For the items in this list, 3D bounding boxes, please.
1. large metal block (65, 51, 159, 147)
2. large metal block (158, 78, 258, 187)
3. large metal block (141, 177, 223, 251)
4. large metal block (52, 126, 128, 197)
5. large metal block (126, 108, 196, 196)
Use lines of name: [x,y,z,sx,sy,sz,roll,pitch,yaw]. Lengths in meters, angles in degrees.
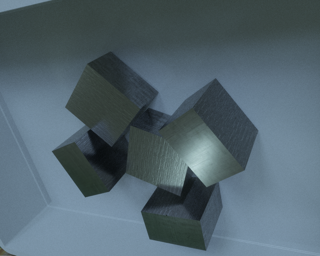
large metal block: [-0.063,-0.036,0.399,0.080,0.050,0.080,41,129,0]
large metal block: [0.057,0.003,0.342,0.080,0.080,0.050,49,128,-7]
large metal block: [0.033,0.111,0.422,0.080,0.080,0.050,1,119,27]
large metal block: [-0.089,0.038,0.440,0.050,0.080,0.080,-20,108,35]
large metal block: [0.006,0.031,0.405,0.080,0.050,0.079,20,126,15]
